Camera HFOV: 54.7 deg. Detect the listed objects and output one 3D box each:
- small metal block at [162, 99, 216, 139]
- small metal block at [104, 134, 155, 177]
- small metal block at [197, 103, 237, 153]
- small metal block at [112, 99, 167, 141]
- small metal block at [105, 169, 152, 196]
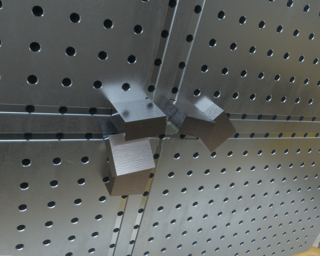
[{"bbox_3d":[0.036,-0.012,0.410,0.050,0.050,0.025,12,112,-34],"label":"small metal block"},{"bbox_3d":[-0.039,0.032,0.394,0.050,0.025,0.050,-10,81,-24],"label":"small metal block"},{"bbox_3d":[0.078,0.001,0.456,0.050,0.025,0.050,-41,130,-1],"label":"small metal block"},{"bbox_3d":[-0.027,-0.011,0.375,0.050,0.050,0.025,-10,123,-24],"label":"small metal block"},{"bbox_3d":[-0.043,0.066,0.430,0.050,0.025,0.050,3,117,-30],"label":"small metal block"}]
